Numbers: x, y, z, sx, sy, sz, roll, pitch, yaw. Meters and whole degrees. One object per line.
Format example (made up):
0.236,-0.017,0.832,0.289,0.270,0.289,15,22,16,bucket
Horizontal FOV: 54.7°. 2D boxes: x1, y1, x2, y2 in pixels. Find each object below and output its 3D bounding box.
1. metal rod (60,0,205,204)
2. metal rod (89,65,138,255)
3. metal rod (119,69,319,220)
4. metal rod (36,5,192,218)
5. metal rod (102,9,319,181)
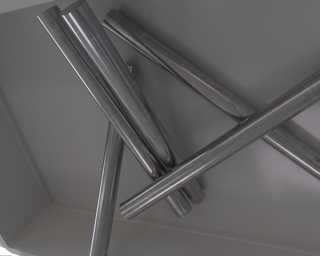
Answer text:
-0.010,-0.001,0.351,0.025,0.025,0.299,-5,136,30,metal rod
-0.066,0.066,0.412,0.025,0.025,0.298,14,101,20,metal rod
0.064,0.027,0.344,0.299,0.025,0.025,-38,97,25,metal rod
-0.042,-0.003,0.374,0.025,0.025,0.299,-17,116,35,metal rod
0.062,-0.039,0.351,0.301,0.025,0.025,36,129,4,metal rod
